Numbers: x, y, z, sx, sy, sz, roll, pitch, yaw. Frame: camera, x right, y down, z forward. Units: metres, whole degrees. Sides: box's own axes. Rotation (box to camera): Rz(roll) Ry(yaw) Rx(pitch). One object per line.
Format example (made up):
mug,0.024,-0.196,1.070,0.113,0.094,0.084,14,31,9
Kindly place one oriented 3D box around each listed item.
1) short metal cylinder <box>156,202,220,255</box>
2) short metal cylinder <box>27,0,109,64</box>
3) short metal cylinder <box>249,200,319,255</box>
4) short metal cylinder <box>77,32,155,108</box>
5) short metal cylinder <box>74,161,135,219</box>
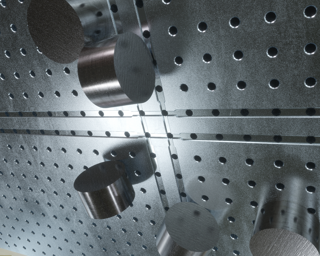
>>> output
short metal cylinder,0.039,0.155,0.450,0.080,0.080,0.050,27,128,11
short metal cylinder,-0.110,-0.124,0.374,0.080,0.050,0.079,13,124,20
short metal cylinder,0.161,0.141,0.397,0.080,0.050,0.079,13,124,20
short metal cylinder,-0.048,-0.065,0.359,0.050,0.080,0.080,-5,116,30
short metal cylinder,-0.084,0.093,0.476,0.080,0.080,0.050,-3,117,29
